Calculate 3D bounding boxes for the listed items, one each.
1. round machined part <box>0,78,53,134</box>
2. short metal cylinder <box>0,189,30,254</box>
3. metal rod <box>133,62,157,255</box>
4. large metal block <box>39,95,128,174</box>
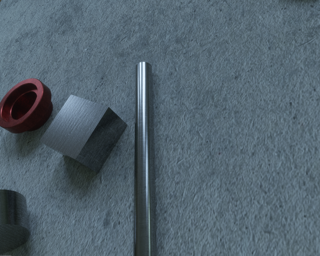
[{"bbox_3d":[-0.224,-0.033,0.528,0.098,0.042,0.098,-13,56,20],"label":"round machined part"},{"bbox_3d":[-0.215,0.124,0.403,0.080,0.080,0.050,-32,52,7],"label":"short metal cylinder"},{"bbox_3d":[-0.020,0.035,0.391,0.025,0.025,0.299,-15,56,19],"label":"metal rod"},{"bbox_3d":[-0.107,0.007,0.438,0.080,0.050,0.080,19,71,35],"label":"large metal block"}]
